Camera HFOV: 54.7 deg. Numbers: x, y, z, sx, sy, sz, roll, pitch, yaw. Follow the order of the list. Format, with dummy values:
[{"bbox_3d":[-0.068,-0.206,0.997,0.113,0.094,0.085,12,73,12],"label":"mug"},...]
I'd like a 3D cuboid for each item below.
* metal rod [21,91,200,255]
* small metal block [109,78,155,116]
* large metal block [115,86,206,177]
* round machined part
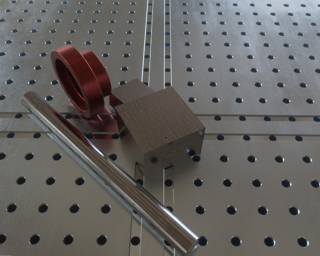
[{"bbox_3d":[-0.076,0.039,0.373,0.300,0.025,0.025,36,59,26],"label":"metal rod"},{"bbox_3d":[-0.036,-0.039,0.437,0.050,0.025,0.050,-31,57,-32],"label":"small metal block"},{"bbox_3d":[-0.001,0.002,0.389,0.081,0.050,0.080,-22,54,-18],"label":"large metal block"},{"bbox_3d":[-0.101,-0.066,0.414,0.042,0.097,0.098,-32,57,-24],"label":"round machined part"}]
